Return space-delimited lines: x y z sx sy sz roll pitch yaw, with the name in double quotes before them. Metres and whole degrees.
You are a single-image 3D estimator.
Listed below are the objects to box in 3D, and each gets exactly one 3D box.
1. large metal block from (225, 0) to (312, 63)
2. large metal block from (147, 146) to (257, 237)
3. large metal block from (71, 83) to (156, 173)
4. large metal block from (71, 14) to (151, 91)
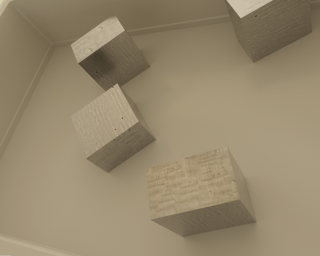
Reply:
"large metal block" 0.135 -0.141 0.386 0.080 0.080 0.050 -28 53 11
"large metal block" 0.042 0.067 0.306 0.080 0.080 0.050 -18 55 17
"large metal block" -0.065 0.000 0.422 0.080 0.050 0.080 -35 52 5
"large metal block" -0.074 -0.111 0.475 0.080 0.080 0.050 -34 52 6
